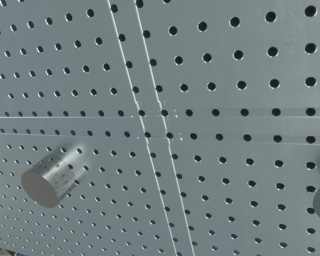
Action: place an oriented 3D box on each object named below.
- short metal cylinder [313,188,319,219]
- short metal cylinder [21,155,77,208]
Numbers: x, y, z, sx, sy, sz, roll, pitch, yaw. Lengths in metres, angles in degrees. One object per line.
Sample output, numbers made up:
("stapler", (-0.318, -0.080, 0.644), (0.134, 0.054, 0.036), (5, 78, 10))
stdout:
("short metal cylinder", (0.210, 0.086, 0.318), (0.080, 0.080, 0.050), (-30, 102, 37))
("short metal cylinder", (-0.199, 0.096, 0.557), (0.080, 0.050, 0.079), (13, 124, 20))
